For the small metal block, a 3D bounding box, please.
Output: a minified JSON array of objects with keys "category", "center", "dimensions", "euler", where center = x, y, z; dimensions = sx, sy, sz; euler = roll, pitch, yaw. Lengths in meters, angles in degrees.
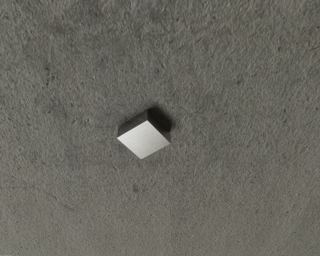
[{"category":"small metal block","center":[-0.021,0.009,0.416],"dimensions":[0.050,0.025,0.050],"euler":[-30,125,22]}]
